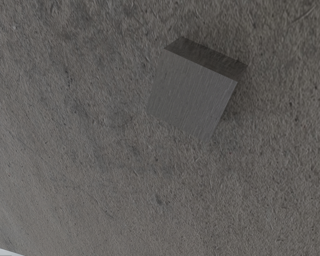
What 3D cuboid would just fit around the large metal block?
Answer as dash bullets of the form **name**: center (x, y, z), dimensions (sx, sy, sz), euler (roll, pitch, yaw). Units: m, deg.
- **large metal block**: center (0.039, -0.043, 0.344), dimensions (0.080, 0.050, 0.079), euler (27, 128, 11)
